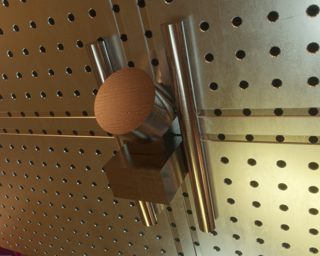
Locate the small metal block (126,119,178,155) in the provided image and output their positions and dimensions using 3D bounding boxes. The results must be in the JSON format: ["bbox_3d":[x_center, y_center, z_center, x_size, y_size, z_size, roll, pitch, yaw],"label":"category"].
[{"bbox_3d":[-0.010,0.010,0.406,0.050,0.050,0.025,1,119,27],"label":"small metal block"}]

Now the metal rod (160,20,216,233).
[{"bbox_3d":[0.042,0.017,0.400,0.025,0.025,0.298,2,119,27],"label":"metal rod"}]

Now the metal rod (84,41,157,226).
[{"bbox_3d":[-0.050,0.024,0.452,0.025,0.025,0.298,1,119,28],"label":"metal rod"}]

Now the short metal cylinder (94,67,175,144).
[{"bbox_3d":[-0.030,-0.025,0.368,0.080,0.050,0.080,-8,71,25],"label":"short metal cylinder"}]

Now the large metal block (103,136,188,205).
[{"bbox_3d":[-0.013,0.051,0.411,0.080,0.080,0.050,1,119,28],"label":"large metal block"}]
